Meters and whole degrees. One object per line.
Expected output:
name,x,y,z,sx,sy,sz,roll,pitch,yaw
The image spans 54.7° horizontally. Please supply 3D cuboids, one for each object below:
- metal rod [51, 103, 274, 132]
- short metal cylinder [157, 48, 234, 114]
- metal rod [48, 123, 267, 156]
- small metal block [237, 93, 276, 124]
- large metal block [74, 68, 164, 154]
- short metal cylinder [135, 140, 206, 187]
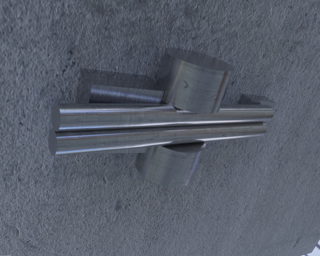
metal rod,0.031,-0.015,0.358,0.302,0.025,0.025,-3,120,-36
short metal cylinder,0.039,-0.056,0.359,0.081,0.080,0.050,1,118,-29
metal rod,0.025,0.007,0.368,0.302,0.025,0.025,-3,120,-36
small metal block,0.141,-0.023,0.472,0.050,0.025,0.050,3,117,-30
large metal block,-0.051,-0.018,0.353,0.081,0.050,0.079,2,118,-29
short metal cylinder,0.013,0.031,0.399,0.081,0.080,0.050,1,118,-29
